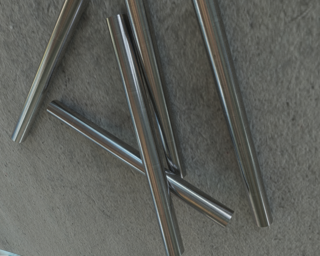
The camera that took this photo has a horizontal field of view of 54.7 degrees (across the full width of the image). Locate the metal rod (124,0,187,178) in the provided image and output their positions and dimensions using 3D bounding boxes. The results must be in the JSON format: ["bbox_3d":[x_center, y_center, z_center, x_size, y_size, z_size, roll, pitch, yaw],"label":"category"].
[{"bbox_3d":[-0.008,-0.066,0.368,0.025,0.025,0.298,0,119,28],"label":"metal rod"}]

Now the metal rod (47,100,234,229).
[{"bbox_3d":[-0.038,0.041,0.426,0.301,0.025,0.025,31,129,17],"label":"metal rod"}]

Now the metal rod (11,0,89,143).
[{"bbox_3d":[-0.170,-0.070,0.450,0.025,0.025,0.298,41,129,-1],"label":"metal rod"}]

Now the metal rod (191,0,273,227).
[{"bbox_3d":[0.088,-0.008,0.354,0.025,0.025,0.298,-7,115,31],"label":"metal rod"}]

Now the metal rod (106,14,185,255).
[{"bbox_3d":[-0.015,0.017,0.377,0.025,0.025,0.298,-8,100,31],"label":"metal rod"}]
